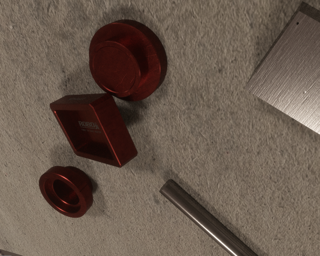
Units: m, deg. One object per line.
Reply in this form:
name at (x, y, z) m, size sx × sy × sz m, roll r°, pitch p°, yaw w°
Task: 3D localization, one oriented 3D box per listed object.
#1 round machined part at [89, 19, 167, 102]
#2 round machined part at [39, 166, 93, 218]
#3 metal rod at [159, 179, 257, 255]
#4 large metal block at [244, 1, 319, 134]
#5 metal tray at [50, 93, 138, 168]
round machined part at (-0.044, -0.076, 0.371) m, size 0.098 × 0.042 × 0.097 m, roll 13°, pitch 124°, yaw 20°
round machined part at (-0.158, 0.106, 0.542) m, size 0.098 × 0.042 × 0.097 m, roll 13°, pitch 124°, yaw 20°
metal rod at (0.119, 0.184, 0.457) m, size 0.300 × 0.025 × 0.025 m, roll 42°, pitch 129°, yaw -1°
large metal block at (0.139, -0.055, 0.284) m, size 0.080 × 0.050 × 0.079 m, roll 33°, pitch 129°, yaw 6°
metal tray at (-0.094, 0.000, 0.422) m, size 0.130 × 0.030 × 0.090 m, roll 5°, pitch 124°, yaw 49°
